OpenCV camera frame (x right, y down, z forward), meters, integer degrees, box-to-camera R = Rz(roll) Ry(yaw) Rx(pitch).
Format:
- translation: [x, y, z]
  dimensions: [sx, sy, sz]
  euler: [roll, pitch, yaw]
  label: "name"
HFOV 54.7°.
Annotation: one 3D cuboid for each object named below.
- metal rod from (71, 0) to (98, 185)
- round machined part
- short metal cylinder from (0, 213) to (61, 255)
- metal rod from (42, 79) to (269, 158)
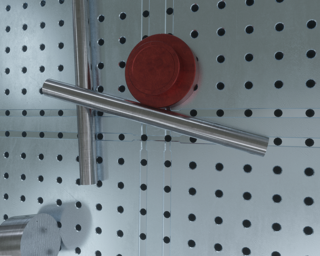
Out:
- translation: [-0.110, -0.069, 0.449]
  dimensions: [0.025, 0.025, 0.298]
  euler: [-3, 89, 19]
  label: "metal rod"
- translation: [-0.002, -0.075, 0.403]
  dimensions: [0.098, 0.042, 0.097]
  euler: [0, 90, 19]
  label: "round machined part"
- translation: [-0.191, 0.167, 0.449]
  dimensions: [0.050, 0.080, 0.080]
  euler: [-11, 87, 19]
  label: "short metal cylinder"
- translation: [-0.015, -0.017, 0.401]
  dimensions: [0.301, 0.025, 0.025]
  euler: [16, 95, 12]
  label: "metal rod"
